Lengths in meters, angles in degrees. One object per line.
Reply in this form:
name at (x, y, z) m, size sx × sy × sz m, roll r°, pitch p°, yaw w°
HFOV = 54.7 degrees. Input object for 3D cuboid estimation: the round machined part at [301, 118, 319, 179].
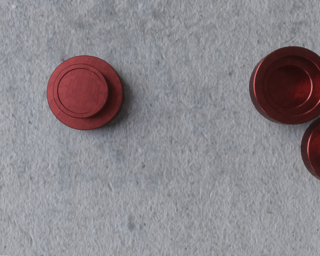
round machined part at (0.242, 0.029, 0.405) m, size 0.099 × 0.042 × 0.097 m, roll 0°, pitch 90°, yaw -1°

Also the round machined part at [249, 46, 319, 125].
round machined part at (0.165, -0.053, 0.404) m, size 0.099 × 0.042 × 0.097 m, roll 0°, pitch 90°, yaw -1°

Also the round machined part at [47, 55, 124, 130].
round machined part at (-0.097, -0.046, 0.400) m, size 0.099 × 0.042 × 0.097 m, roll 0°, pitch 90°, yaw -1°
